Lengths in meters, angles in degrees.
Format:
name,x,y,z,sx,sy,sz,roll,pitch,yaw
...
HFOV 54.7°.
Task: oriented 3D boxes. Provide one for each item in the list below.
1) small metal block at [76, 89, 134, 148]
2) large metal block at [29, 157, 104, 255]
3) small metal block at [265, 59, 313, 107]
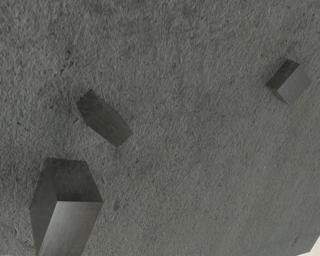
name,x,y,z,sx,sy,sz,roll,pitch,yaw
small metal block,-0.063,-0.011,0.351,0.025,0.050,0.050,-44,130,2
large metal block,-0.114,0.092,0.367,0.050,0.080,0.079,11,113,-34
small metal block,0.198,-0.069,0.475,0.050,0.025,0.050,33,100,-39
